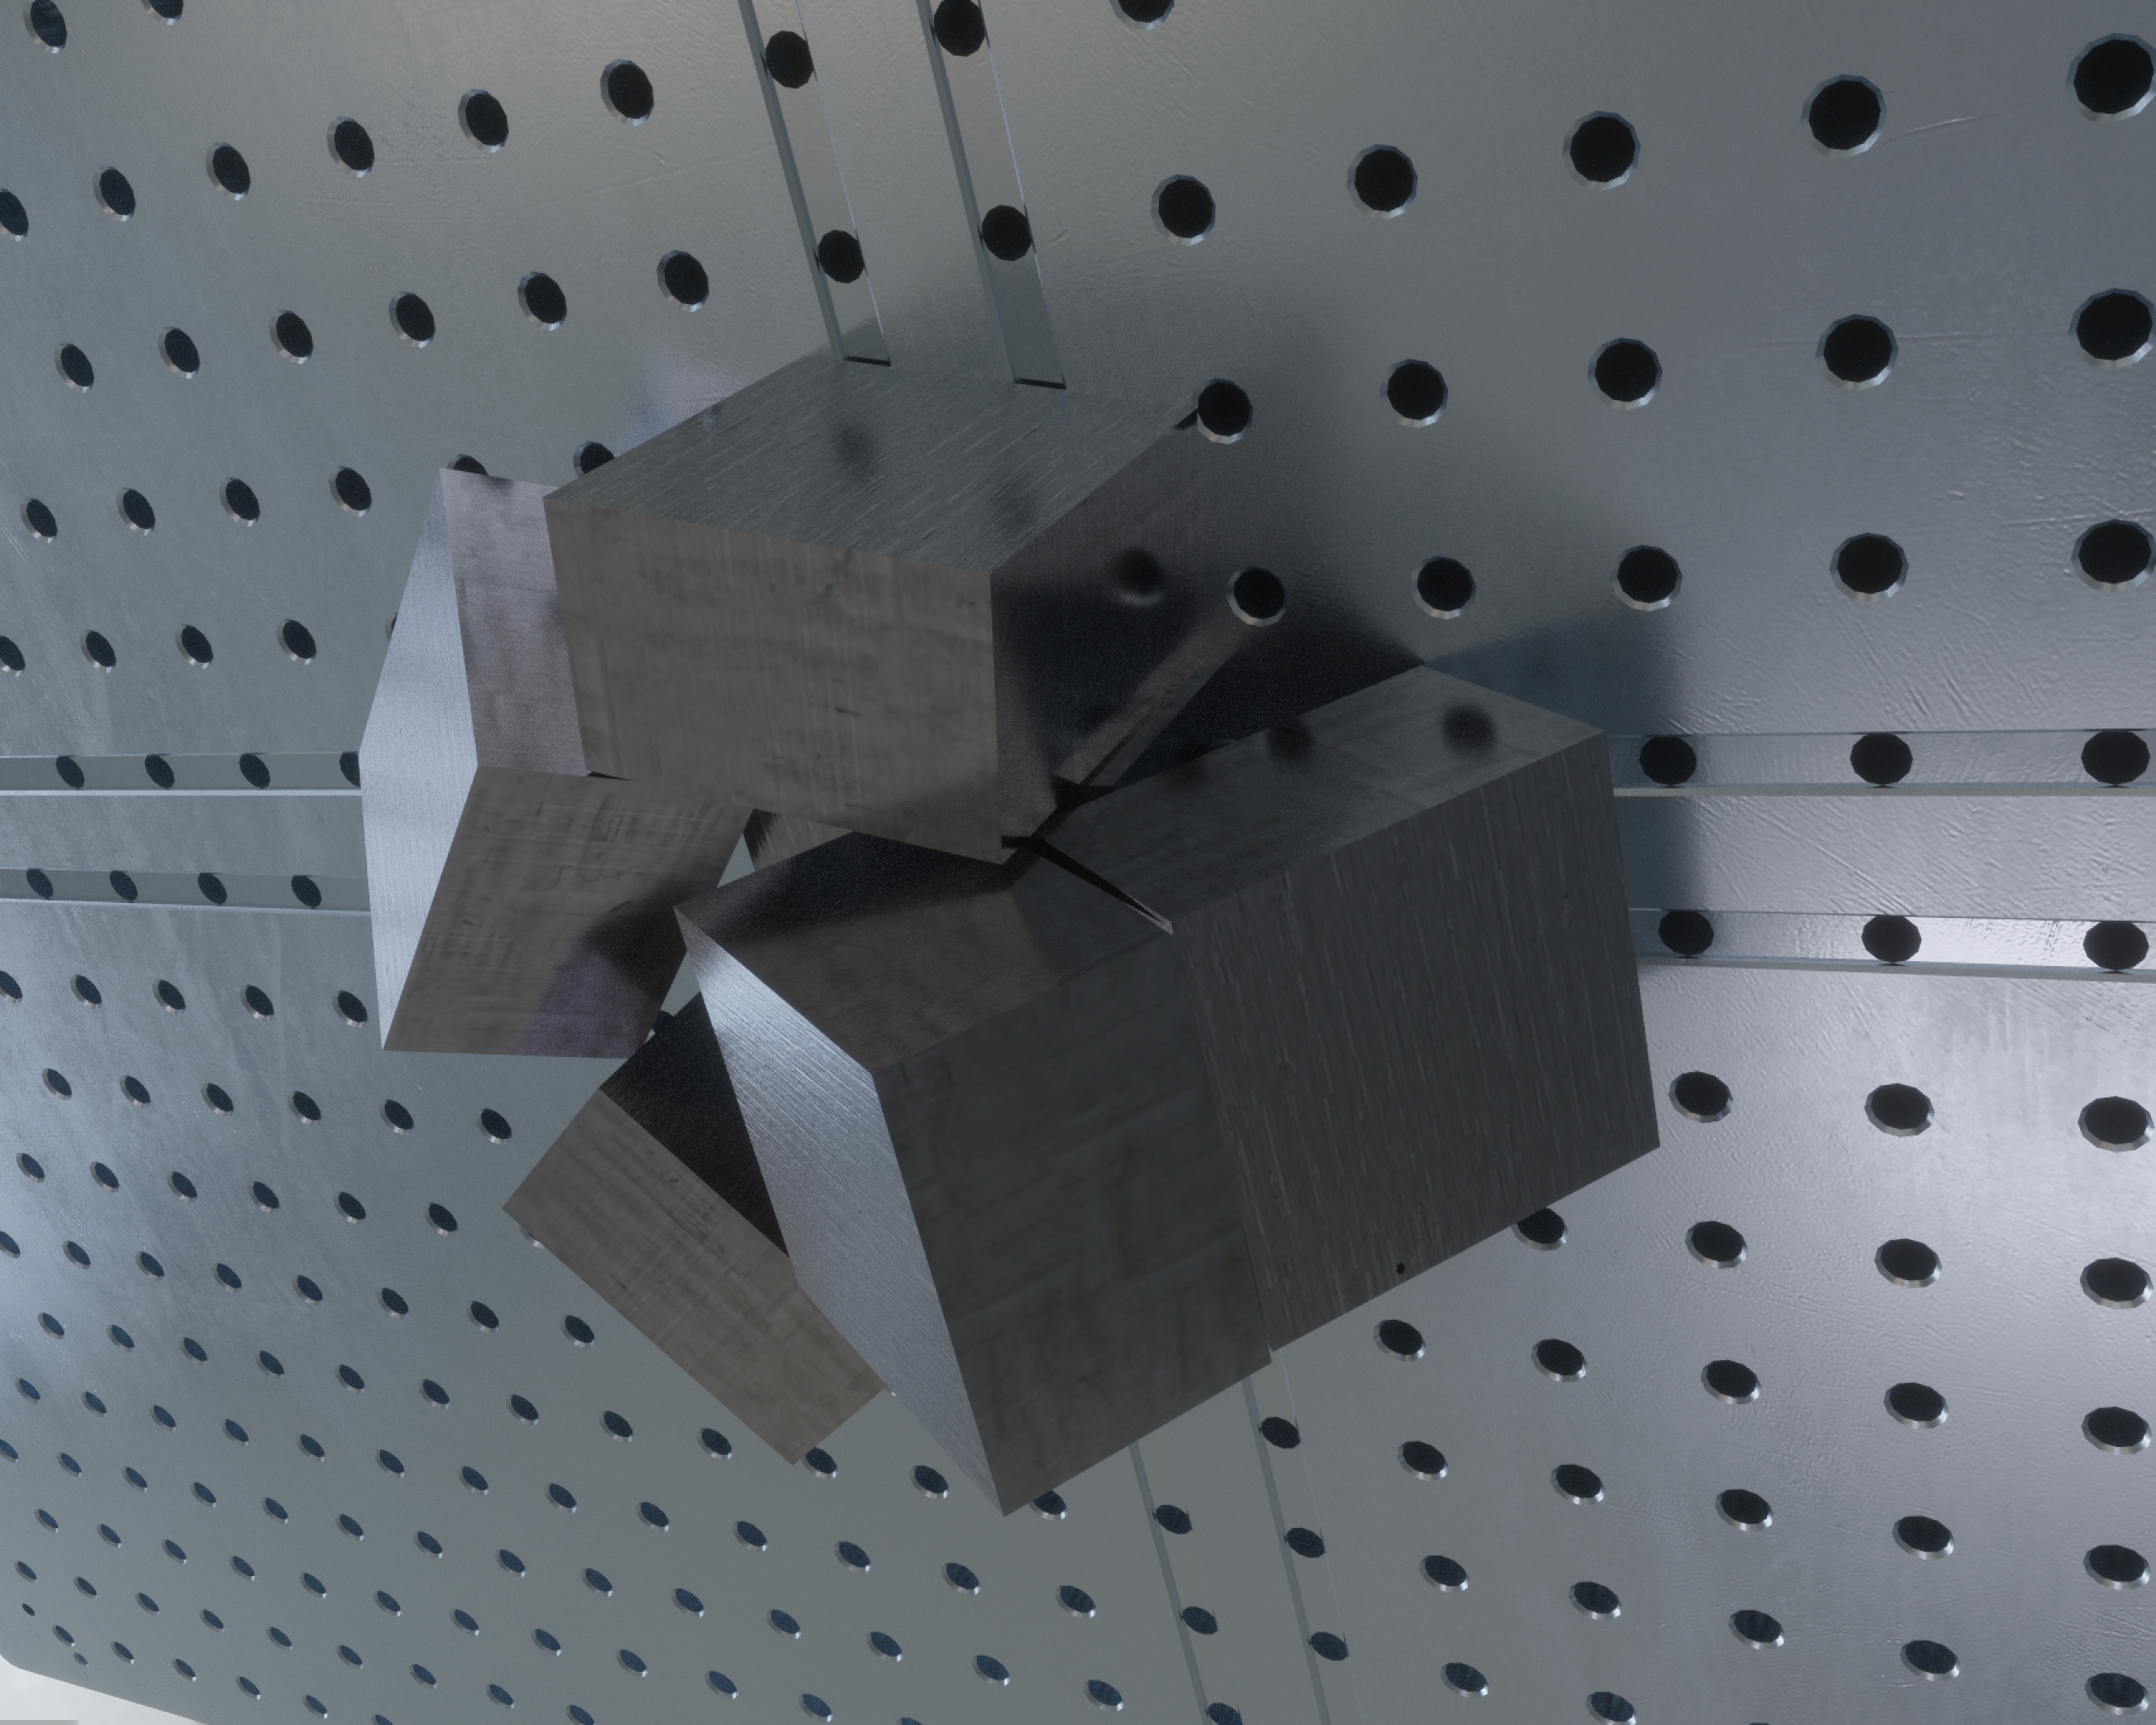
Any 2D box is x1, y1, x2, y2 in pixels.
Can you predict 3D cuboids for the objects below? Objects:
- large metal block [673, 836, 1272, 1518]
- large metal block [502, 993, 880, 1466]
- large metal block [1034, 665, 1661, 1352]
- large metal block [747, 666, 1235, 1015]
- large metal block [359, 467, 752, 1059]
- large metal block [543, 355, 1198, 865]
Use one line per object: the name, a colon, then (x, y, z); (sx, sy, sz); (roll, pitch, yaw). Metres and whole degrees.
large metal block: (-0.018, 0.044, 0.343); (0.080, 0.050, 0.080); (28, 137, 56)
large metal block: (-0.059, 0.065, 0.446); (0.080, 0.080, 0.050); (42, 129, -2)
large metal block: (0.046, 0.022, 0.354); (0.050, 0.081, 0.080); (33, 141, 58)
large metal block: (-0.011, 0.009, 0.407); (0.080, 0.050, 0.080); (1, 119, 28)
large metal block: (-0.106, -0.018, 0.413); (0.050, 0.080, 0.080); (5, 136, -29)
large metal block: (-0.032, -0.048, 0.364); (0.080, 0.080, 0.050); (13, 124, 21)
